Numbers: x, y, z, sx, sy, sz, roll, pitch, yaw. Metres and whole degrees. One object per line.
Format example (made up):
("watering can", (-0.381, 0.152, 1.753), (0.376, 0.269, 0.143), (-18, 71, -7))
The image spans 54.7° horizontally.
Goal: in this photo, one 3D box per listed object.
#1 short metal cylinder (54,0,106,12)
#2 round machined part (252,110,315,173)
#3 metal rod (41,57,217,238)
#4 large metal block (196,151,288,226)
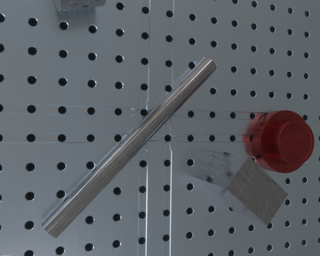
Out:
("short metal cylinder", (-0.097, -0.176, 0.347), (0.050, 0.080, 0.080), (-17, 96, -19))
("round machined part", (0.195, 0.021, 0.476), (0.099, 0.042, 0.097), (0, 90, -20))
("metal rod", (-0.030, 0.015, 0.401), (0.301, 0.025, 0.025), (-47, 105, -14))
("large metal block", (0.109, 0.079, 0.424), (0.080, 0.080, 0.050), (42, 77, -15))
